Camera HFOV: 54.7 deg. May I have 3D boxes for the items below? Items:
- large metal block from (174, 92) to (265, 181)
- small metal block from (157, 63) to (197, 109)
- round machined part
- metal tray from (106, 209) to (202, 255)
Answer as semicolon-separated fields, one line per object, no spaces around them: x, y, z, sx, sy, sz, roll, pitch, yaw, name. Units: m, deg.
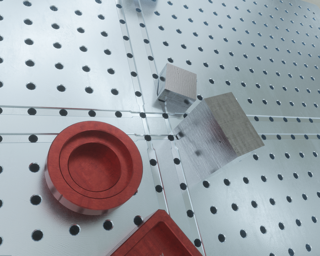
0.074;0.012;0.405;0.050;0.080;0.080;-16;70;-35;large metal block
0.026;-0.062;0.460;0.050;0.025;0.050;17;55;-19;small metal block
-0.072;0.045;0.331;0.099;0.042;0.098;14;56;-21;round machined part
-0.017;0.155;0.301;0.090;0.030;0.131;49;51;6;metal tray
